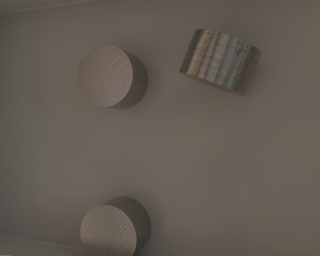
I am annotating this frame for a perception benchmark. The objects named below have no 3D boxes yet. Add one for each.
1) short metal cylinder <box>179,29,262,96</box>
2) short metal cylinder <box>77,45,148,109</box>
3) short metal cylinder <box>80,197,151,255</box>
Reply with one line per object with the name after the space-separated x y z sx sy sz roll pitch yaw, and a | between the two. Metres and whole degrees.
0.068 -0.074 0.357 0.080 0.080 0.050 23 98 18 | short metal cylinder
-0.063 -0.067 0.418 0.080 0.050 0.079 0 90 19 | short metal cylinder
-0.058 0.137 0.417 0.080 0.050 0.079 0 90 19 | short metal cylinder
